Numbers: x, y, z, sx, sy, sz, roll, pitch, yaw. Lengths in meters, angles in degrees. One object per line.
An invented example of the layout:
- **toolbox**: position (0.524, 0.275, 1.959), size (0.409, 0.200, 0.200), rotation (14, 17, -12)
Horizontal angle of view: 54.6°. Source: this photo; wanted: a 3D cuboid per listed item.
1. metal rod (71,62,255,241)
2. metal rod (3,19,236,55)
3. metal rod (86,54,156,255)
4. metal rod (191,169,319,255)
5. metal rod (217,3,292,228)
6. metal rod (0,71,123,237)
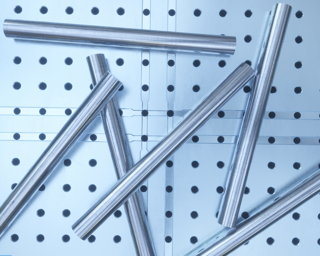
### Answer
- **metal rod**: position (0.009, 0.025, 0.395), size (0.300, 0.025, 0.025), rotation (-44, 90, -7)
- **metal rod**: position (-0.052, -0.121, 0.412), size (0.302, 0.025, 0.025), rotation (4, 90, 0)
- **metal rod**: position (-0.049, 0.050, 0.413), size (0.025, 0.025, 0.299), rotation (-14, 90, 0)
- **metal rod**: position (0.138, 0.121, 0.414), size (0.301, 0.025, 0.025), rotation (-34, 90, 0)
- **metal rod**: position (0.126, -0.016, 0.414), size (0.025, 0.025, 0.299), rotation (15, 90, 0)
- **metal rod**: position (-0.150, 0.052, 0.398), size (0.025, 0.025, 0.299), rotation (40, 95, 0)
